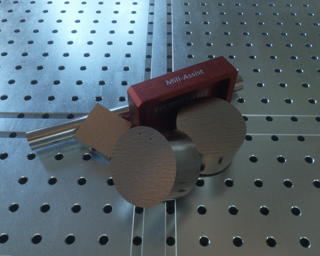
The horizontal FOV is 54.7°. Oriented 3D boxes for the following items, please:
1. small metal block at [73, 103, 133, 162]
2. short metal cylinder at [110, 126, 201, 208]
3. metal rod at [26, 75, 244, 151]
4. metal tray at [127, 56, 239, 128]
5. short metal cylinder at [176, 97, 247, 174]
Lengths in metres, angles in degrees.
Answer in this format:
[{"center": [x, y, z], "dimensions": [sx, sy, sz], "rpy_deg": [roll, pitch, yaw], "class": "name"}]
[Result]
[{"center": [-0.069, 0.006, 0.381], "dimensions": [0.050, 0.025, 0.050], "rpy_deg": [32, 71, 1], "class": "small metal block"}, {"center": [-0.005, 0.039, 0.326], "dimensions": [0.080, 0.080, 0.050], "rpy_deg": [40, 19, 28], "class": "short metal cylinder"}, {"center": [-0.023, -0.026, 0.424], "dimensions": [0.302, 0.025, 0.025], "rpy_deg": [-17, 52, -14], "class": "metal rod"}, {"center": [0.028, -0.029, 0.385], "dimensions": [0.131, 0.089, 0.030], "rpy_deg": [-21, 53, -17], "class": "metal tray"}, {"center": [0.057, 0.009, 0.373], "dimensions": [0.081, 0.050, 0.080], "rpy_deg": [2, 58, -4], "class": "short metal cylinder"}]
